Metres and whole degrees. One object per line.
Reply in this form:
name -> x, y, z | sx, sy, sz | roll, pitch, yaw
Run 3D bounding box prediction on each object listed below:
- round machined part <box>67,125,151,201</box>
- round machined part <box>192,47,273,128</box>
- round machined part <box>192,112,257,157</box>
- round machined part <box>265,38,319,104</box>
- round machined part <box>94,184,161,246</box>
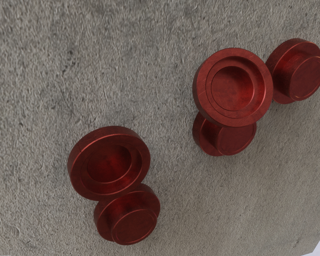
round machined part -> -0.065, 0.039, 0.384 | 0.099, 0.042, 0.097 | -14, 124, -21
round machined part -> 0.088, -0.049, 0.394 | 0.099, 0.042, 0.097 | 0, 88, -10
round machined part -> 0.100, 0.001, 0.451 | 0.099, 0.042, 0.097 | -14, 124, -21
round machined part -> 0.202, -0.079, 0.457 | 0.099, 0.042, 0.097 | -14, 124, -21
round machined part -> -0.043, 0.132, 0.453 | 0.099, 0.042, 0.097 | -14, 124, -21
